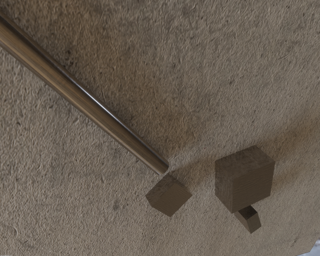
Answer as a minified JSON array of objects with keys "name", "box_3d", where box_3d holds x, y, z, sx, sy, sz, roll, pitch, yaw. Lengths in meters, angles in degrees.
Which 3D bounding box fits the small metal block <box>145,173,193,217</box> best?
[{"name":"small metal block","box_3d":[0.014,0.105,0.482,0.050,0.025,0.050,-46,130,3]}]

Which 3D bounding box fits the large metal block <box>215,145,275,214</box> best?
[{"name":"large metal block","box_3d":[0.141,0.086,0.524,0.081,0.050,0.079,-19,126,-18]}]

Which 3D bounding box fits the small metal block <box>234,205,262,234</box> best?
[{"name":"small metal block","box_3d":[0.161,0.162,0.581,0.025,0.050,0.050,-33,129,-8]}]

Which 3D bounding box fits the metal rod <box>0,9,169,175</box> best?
[{"name":"metal rod","box_3d":[-0.079,-0.026,0.348,0.025,0.025,0.300,-44,130,2]}]
